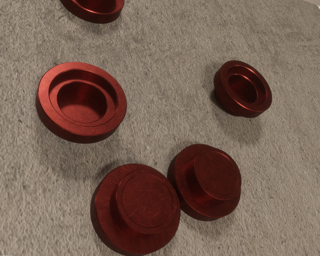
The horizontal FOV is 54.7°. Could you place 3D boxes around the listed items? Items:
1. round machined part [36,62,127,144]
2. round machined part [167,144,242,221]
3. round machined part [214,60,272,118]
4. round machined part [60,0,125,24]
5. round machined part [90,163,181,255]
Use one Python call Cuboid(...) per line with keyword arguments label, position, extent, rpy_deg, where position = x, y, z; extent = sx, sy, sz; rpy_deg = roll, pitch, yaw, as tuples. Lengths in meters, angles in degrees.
Cuboid(label="round machined part", position=(-0.092, -0.025, 0.360), extent=(0.099, 0.042, 0.098), rpy_deg=(14, 56, -21))
Cuboid(label="round machined part", position=(0.062, 0.063, 0.390), extent=(0.099, 0.042, 0.098), rpy_deg=(14, 56, -21))
Cuboid(label="round machined part", position=(0.128, -0.058, 0.499), extent=(0.099, 0.042, 0.098), rpy_deg=(14, 56, -21))
Cuboid(label="round machined part", position=(-0.100, -0.209, 0.468), extent=(0.099, 0.042, 0.098), rpy_deg=(14, 56, -21))
Cuboid(label="round machined part", position=(-0.021, 0.083, 0.332), extent=(0.099, 0.042, 0.098), rpy_deg=(14, 56, -21))
